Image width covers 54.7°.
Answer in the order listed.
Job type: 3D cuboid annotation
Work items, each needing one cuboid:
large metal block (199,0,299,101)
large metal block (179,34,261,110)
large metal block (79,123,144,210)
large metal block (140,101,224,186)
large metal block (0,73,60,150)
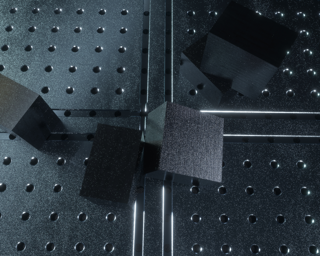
[{"bbox_3d":[0.099,-0.087,0.362,0.080,0.080,0.050,31,73,10],"label":"large metal block"},{"bbox_3d":[0.085,-0.087,0.431,0.080,0.050,0.080,-38,75,-13],"label":"large metal block"},{"bbox_3d":[-0.050,0.049,0.364,0.050,0.080,0.080,9,70,3],"label":"large metal block"},{"bbox_3d":[0.028,0.022,0.374,0.081,0.050,0.080,15,68,-24],"label":"large metal block"},{"bbox_3d":[-0.185,-0.023,0.389,0.080,0.080,0.050,28,72,9],"label":"large metal block"}]
